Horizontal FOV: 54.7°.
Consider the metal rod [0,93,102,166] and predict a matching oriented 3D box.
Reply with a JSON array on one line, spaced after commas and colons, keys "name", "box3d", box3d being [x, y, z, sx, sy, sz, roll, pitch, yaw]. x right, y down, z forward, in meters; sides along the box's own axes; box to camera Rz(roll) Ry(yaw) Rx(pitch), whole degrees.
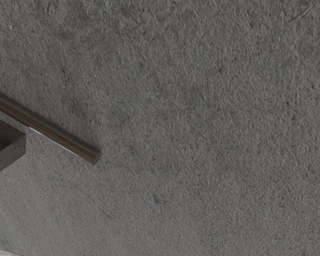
[{"name": "metal rod", "box3d": [-0.229, -0.023, 0.510, 0.301, 0.025, 0.025, 29, 128, 9]}]

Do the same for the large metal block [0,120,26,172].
[{"name": "large metal block", "box3d": [-0.298, 0.030, 0.544, 0.080, 0.080, 0.050, 28, 128, 10]}]
